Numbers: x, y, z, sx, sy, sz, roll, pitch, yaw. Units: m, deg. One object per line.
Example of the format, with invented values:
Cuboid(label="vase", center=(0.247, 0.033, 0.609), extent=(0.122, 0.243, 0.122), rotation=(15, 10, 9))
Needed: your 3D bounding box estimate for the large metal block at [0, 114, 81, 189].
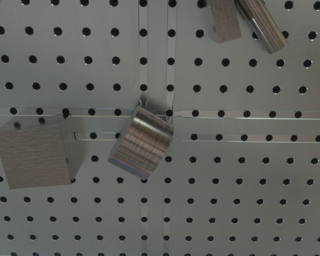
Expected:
Cuboid(label="large metal block", center=(-0.158, 0.030, 0.410), extent=(0.080, 0.050, 0.079), rotation=(-5, 110, 1))

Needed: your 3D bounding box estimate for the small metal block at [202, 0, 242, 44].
Cuboid(label="small metal block", center=(0.070, -0.126, 0.354), extent=(0.025, 0.050, 0.050), rotation=(-16, 109, 6))

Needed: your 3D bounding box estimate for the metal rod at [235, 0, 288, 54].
Cuboid(label="metal rod", center=(0.051, -0.208, 0.336), extent=(0.025, 0.025, 0.300), rotation=(-36, 106, 12))

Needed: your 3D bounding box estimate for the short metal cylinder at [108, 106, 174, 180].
Cuboid(label="short metal cylinder", center=(-0.024, 0.018, 0.391), extent=(0.050, 0.080, 0.080), rotation=(29, 107, -10))
